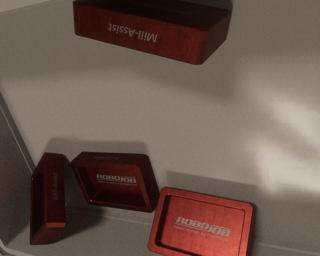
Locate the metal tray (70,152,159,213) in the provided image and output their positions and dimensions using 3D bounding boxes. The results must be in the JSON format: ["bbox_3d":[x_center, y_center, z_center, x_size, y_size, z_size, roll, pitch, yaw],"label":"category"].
[{"bbox_3d":[-0.071,0.085,0.493,0.130,0.030,0.089,-1,118,28],"label":"metal tray"}]

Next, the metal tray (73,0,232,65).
[{"bbox_3d":[-0.005,-0.104,0.304,0.130,0.090,0.030,18,125,17],"label":"metal tray"}]

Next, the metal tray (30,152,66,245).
[{"bbox_3d":[-0.190,0.118,0.520,0.030,0.130,0.090,11,138,-33],"label":"metal tray"}]

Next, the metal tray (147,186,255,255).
[{"bbox_3d":[0.056,0.137,0.421,0.130,0.090,0.030,6,161,24],"label":"metal tray"}]
